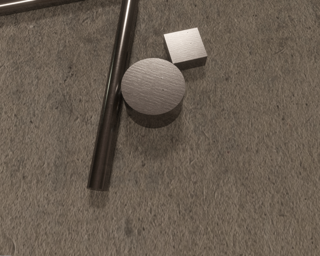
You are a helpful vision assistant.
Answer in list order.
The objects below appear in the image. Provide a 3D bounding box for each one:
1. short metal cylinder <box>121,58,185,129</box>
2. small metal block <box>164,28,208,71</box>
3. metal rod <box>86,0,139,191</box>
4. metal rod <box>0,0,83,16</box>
[{"bbox_3d":[-0.009,-0.045,0.411,0.081,0.050,0.080,0,70,0],"label":"short metal cylinder"},{"bbox_3d":[0.036,-0.113,0.450,0.050,0.025,0.050,-13,71,-5],"label":"small metal block"},{"bbox_3d":[-0.061,-0.064,0.430,0.025,0.025,0.299,6,70,2],"label":"metal rod"},{"bbox_3d":[-0.148,-0.208,0.482,0.302,0.025,0.025,-13,71,-5],"label":"metal rod"}]
